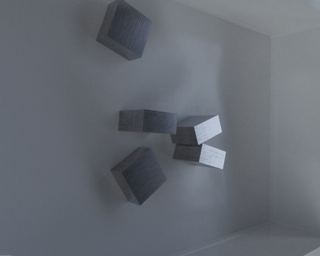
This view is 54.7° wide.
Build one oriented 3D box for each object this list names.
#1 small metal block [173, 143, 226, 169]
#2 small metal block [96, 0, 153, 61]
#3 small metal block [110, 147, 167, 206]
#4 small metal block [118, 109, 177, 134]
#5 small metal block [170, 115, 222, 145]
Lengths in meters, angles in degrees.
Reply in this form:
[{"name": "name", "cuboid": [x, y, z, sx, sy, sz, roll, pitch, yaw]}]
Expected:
[{"name": "small metal block", "cuboid": [0.055, 0.039, 0.437, 0.050, 0.050, 0.025, 20, 77, -38]}, {"name": "small metal block", "cuboid": [-0.042, -0.116, 0.371, 0.050, 0.025, 0.050, 26, 74, -37]}, {"name": "small metal block", "cuboid": [-0.025, 0.059, 0.385, 0.050, 0.025, 0.050, -39, 114, -33]}, {"name": "small metal block", "cuboid": [-0.015, -0.007, 0.377, 0.050, 0.050, 0.025, 5, 87, -40]}, {"name": "small metal block", "cuboid": [0.049, 0.002, 0.431, 0.050, 0.050, 0.025, -24, 106, -37]}]
